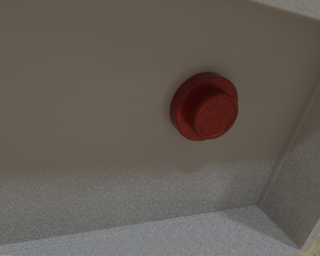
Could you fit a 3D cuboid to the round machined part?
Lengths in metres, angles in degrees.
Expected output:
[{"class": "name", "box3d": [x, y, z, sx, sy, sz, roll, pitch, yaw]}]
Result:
[{"class": "round machined part", "box3d": [0.067, -0.023, 0.422, 0.099, 0.042, 0.097, -14, 125, -21]}]
